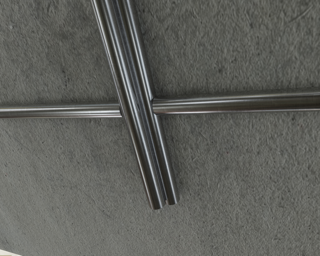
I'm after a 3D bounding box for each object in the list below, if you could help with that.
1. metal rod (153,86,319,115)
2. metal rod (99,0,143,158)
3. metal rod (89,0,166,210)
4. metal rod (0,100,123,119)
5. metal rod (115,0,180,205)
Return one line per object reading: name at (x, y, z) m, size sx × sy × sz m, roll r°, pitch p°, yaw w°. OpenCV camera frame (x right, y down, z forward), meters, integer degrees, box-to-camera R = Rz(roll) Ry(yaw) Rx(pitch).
metal rod at (0.130, -0.029, 0.322) m, size 0.300 × 0.025 × 0.025 m, roll 0°, pitch 118°, yaw 28°
metal rod at (-0.036, -0.029, 0.409) m, size 0.025 × 0.025 × 0.298 m, roll 1°, pitch 119°, yaw 27°
metal rod at (-0.035, -0.020, 0.387) m, size 0.025 × 0.025 × 0.298 m, roll 1°, pitch 119°, yaw 27°
metal rod at (-0.181, -0.027, 0.484) m, size 0.301 × 0.025 × 0.025 m, roll 1°, pitch 119°, yaw 27°
metal rod at (-0.013, -0.023, 0.400) m, size 0.025 × 0.025 × 0.298 m, roll 1°, pitch 119°, yaw 27°
